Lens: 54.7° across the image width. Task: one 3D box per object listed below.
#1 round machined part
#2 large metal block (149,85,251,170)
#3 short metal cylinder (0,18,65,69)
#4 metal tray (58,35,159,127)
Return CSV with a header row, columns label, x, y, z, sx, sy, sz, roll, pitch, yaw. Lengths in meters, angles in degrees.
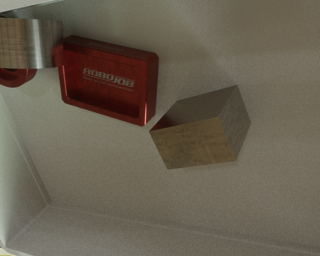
label,x,y,z,sx,sy,sz,roll,pitch,yaw
round machined part,-0.212,-0.110,0.437,0.098,0.042,0.097,13,126,19
large metal block,0.048,-0.001,0.346,0.080,0.080,0.050,-12,112,33
short metal cylinder,-0.152,-0.098,0.352,0.080,0.080,0.050,10,109,22
metal tray,-0.069,-0.062,0.401,0.130,0.030,0.089,17,125,18
